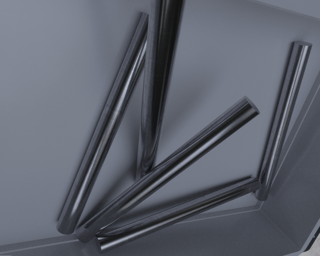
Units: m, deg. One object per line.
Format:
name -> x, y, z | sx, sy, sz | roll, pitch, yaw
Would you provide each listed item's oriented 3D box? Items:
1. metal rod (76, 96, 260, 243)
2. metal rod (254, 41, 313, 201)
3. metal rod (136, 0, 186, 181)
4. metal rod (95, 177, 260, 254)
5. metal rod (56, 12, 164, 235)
metal rod -> -0.006, 0.065, 0.389 | 0.299, 0.025, 0.025 | -41, 132, 23
metal rod -> 0.202, 0.005, 0.525 | 0.025, 0.025, 0.298 | -12, 124, -23
metal rod -> -0.008, -0.007, 0.330 | 0.025, 0.025, 0.298 | -17, 148, -19
metal rod -> 0.045, 0.133, 0.501 | 0.303, 0.025, 0.025 | -13, 124, -27
metal rod -> -0.068, 0.009, 0.378 | 0.025, 0.025, 0.298 | 13, 112, -34
